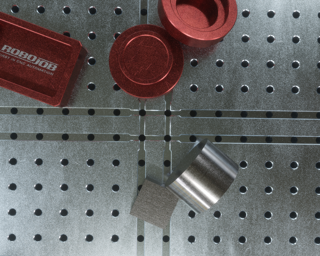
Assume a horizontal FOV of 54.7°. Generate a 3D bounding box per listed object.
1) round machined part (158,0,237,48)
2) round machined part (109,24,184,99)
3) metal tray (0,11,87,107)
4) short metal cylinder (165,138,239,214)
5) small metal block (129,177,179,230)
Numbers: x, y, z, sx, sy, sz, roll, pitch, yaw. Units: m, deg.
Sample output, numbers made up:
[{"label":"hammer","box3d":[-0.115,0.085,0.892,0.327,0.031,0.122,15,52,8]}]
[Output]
[{"label":"round machined part","box3d":[0.044,-0.147,0.396,0.099,0.042,0.098,3,76,-13]},{"label":"round machined part","box3d":[-0.018,-0.088,0.405,0.099,0.042,0.097,0,90,-1]},{"label":"metal tray","box3d":[-0.175,-0.090,0.408,0.131,0.030,0.090,21,90,-1]},{"label":"short metal cylinder","box3d":[0.051,0.059,0.387,0.050,0.080,0.080,41,90,-1]},{"label":"small metal block","box3d":[-0.006,0.099,0.413,0.050,0.025,0.050,25,90,-1]}]
